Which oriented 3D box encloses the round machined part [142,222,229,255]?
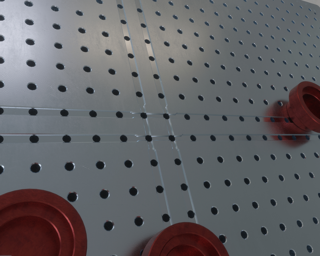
[{"bbox_3d":[0.024,0.151,0.318,0.099,0.042,0.098,13,56,-21],"label":"round machined part"}]

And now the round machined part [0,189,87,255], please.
[{"bbox_3d":[-0.117,0.106,0.269,0.099,0.042,0.098,13,56,-21],"label":"round machined part"}]

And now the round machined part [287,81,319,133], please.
[{"bbox_3d":[0.272,-0.033,0.563,0.099,0.042,0.098,13,56,-21],"label":"round machined part"}]
